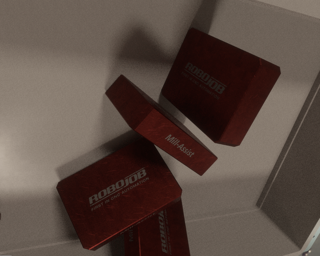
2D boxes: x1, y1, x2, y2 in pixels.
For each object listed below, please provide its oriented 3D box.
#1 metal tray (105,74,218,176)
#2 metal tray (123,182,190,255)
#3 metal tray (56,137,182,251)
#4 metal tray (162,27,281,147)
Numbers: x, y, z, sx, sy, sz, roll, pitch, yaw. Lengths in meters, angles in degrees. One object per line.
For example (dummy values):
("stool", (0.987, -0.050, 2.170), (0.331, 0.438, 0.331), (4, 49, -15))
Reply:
("metal tray", (0.003, -0.002, 0.368), (0.030, 0.090, 0.130), (-49, 129, 6))
("metal tray", (-0.005, 0.137, 0.425), (0.090, 0.130, 0.030), (24, 134, -37))
("metal tray", (-0.049, 0.079, 0.388), (0.131, 0.090, 0.030), (-28, 158, -11))
("metal tray", (0.058, -0.050, 0.343), (0.030, 0.130, 0.089), (12, 112, -34))
